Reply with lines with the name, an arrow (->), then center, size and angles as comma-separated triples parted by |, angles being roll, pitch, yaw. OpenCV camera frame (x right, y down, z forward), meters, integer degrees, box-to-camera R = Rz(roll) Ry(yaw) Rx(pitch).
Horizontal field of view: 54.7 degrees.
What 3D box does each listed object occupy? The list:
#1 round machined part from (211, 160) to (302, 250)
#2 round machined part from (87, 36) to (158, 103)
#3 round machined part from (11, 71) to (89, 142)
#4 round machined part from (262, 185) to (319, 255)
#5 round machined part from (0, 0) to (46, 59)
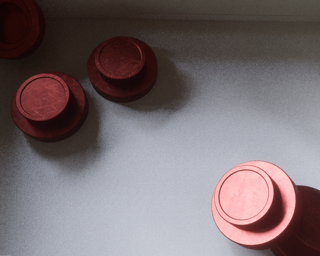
round machined part -> 0.101, 0.080, 0.345 | 0.098, 0.042, 0.098 | -23, 47, 28
round machined part -> -0.053, -0.088, 0.432 | 0.099, 0.042, 0.098 | 0, 70, -1
round machined part -> -0.149, -0.033, 0.411 | 0.099, 0.042, 0.098 | 0, 70, -1
round machined part -> 0.170, 0.109, 0.350 | 0.099, 0.042, 0.098 | 1, 55, -2
round machined part -> -0.211, -0.146, 0.438 | 0.099, 0.042, 0.097 | 0, 97, 1
